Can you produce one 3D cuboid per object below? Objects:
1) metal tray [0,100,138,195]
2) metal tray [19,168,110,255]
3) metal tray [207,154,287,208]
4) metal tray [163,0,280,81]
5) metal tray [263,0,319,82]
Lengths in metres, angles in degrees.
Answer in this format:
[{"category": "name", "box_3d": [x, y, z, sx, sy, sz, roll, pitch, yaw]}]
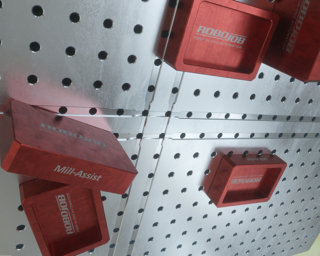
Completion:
[{"category": "metal tray", "box_3d": [-0.097, 0.022, 0.330, 0.131, 0.090, 0.030, 21, 107, -37]}, {"category": "metal tray", "box_3d": [-0.122, 0.118, 0.414, 0.091, 0.030, 0.129, -16, 125, -20]}, {"category": "metal tray", "box_3d": [0.157, 0.093, 0.554, 0.131, 0.030, 0.089, 2, 117, -30]}, {"category": "metal tray", "box_3d": [0.077, -0.111, 0.383, 0.131, 0.030, 0.089, 2, 118, -30]}, {"category": "metal tray", "box_3d": [0.183, -0.133, 0.389, 0.030, 0.090, 0.129, -4, 120, -27]}]
